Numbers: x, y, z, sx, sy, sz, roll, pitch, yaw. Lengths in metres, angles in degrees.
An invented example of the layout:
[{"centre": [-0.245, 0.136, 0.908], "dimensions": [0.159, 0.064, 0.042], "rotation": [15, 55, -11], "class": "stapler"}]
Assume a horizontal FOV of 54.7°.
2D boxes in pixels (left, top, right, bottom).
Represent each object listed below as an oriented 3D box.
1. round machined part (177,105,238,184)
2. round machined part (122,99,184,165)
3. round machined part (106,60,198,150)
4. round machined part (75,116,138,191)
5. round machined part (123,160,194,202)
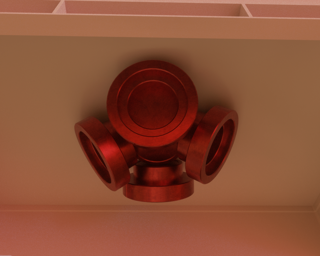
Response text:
[{"centre": [0.057, 0.017, 0.388], "dimensions": [0.042, 0.099, 0.097], "rotation": [23, 137, 28], "class": "round machined part"}, {"centre": [-0.004, 0.010, 0.404], "dimensions": [0.099, 0.042, 0.097], "rotation": [-1, 130, 0], "class": "round machined part"}, {"centre": [-0.007, -0.024, 0.351], "dimensions": [0.099, 0.098, 0.042], "rotation": [-3, 168, 2], "class": "round machined part"}, {"centre": [-0.065, 0.028, 0.394], "dimensions": [0.042, 0.098, 0.097], "rotation": [-31, 135, -24], "class": "round machined part"}, {"centre": [-0.003, 0.067, 0.428], "dimensions": [0.099, 0.098, 0.042], "rotation": [-1, 94, 0], "class": "round machined part"}]
